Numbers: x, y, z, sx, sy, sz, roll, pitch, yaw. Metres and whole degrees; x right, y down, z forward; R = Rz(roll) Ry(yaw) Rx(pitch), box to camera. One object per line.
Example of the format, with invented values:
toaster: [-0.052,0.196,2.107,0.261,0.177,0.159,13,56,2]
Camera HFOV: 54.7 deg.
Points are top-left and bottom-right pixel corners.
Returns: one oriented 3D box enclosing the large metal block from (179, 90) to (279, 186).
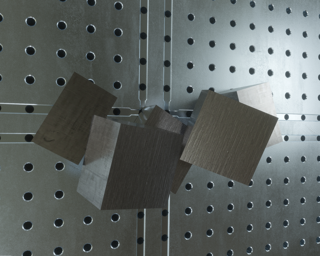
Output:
large metal block: [0.073,0.008,0.354,0.080,0.050,0.080,22,96,-4]

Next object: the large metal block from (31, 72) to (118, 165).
large metal block: [-0.098,-0.010,0.347,0.050,0.080,0.080,32,80,-18]

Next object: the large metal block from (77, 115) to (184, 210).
large metal block: [-0.030,0.036,0.319,0.081,0.050,0.080,11,93,-41]

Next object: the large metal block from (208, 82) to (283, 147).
large metal block: [0.113,-0.014,0.426,0.050,0.080,0.080,-17,96,-19]

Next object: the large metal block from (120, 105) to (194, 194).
large metal block: [-0.002,0.027,0.399,0.080,0.050,0.080,34,79,-17]
